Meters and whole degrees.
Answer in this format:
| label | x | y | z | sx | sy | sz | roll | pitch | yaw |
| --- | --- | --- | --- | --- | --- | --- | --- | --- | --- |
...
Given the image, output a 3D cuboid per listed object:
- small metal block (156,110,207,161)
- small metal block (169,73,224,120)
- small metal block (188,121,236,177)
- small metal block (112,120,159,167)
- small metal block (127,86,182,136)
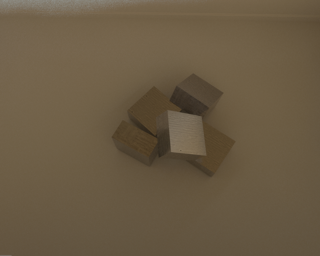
| label | x | y | z | sx | sy | sz | roll | pitch | yaw |
| --- | --- | --- | --- | --- | --- | --- | --- | --- | --- |
| small metal block | 0.025 | 0.010 | 0.366 | 0.050 | 0.025 | 0.050 | 9 | 66 | -32 |
| small metal block | 0.049 | -0.042 | 0.412 | 0.050 | 0.025 | 0.050 | 35 | 41 | 11 |
| small metal block | 0.060 | 0.027 | 0.399 | 0.050 | 0.025 | 0.050 | 34 | 73 | 11 |
| small metal block | -0.029 | 0.020 | 0.386 | 0.050 | 0.050 | 0.025 | 28 | 73 | 9 |
| small metal block | -0.007 | -0.019 | 0.414 | 0.050 | 0.025 | 0.050 | 42 | 75 | 13 |
